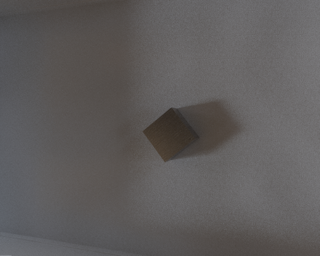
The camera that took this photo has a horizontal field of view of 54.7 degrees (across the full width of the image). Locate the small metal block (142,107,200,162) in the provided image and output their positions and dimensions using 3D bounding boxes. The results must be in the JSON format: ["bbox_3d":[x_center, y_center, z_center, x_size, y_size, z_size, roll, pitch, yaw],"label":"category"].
[{"bbox_3d":[0.015,0.009,0.405,0.050,0.025,0.050,-40,78,15],"label":"small metal block"}]
